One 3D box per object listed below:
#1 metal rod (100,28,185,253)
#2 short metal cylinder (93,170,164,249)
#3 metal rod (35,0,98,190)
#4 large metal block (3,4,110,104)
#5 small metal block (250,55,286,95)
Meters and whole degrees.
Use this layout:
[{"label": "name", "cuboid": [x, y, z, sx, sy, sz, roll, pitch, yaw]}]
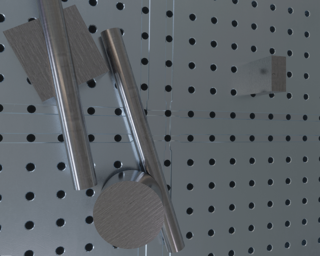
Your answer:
[{"label": "metal rod", "cuboid": [-0.020, 0.020, 0.405, 0.025, 0.025, 0.298, -19, 96, -19]}, {"label": "short metal cylinder", "cuboid": [-0.036, 0.096, 0.374, 0.081, 0.050, 0.079, 0, 96, -1]}, {"label": "metal rod", "cuboid": [-0.106, -0.084, 0.320, 0.025, 0.025, 0.298, -12, 94, -20]}, {"label": "large metal block", "cuboid": [-0.117, -0.082, 0.356, 0.080, 0.050, 0.080, -30, 100, -18]}, {"label": "small metal block", "cuboid": [0.158, -0.076, 0.458, 0.025, 0.050, 0.050, 0, 90, -20]}]
